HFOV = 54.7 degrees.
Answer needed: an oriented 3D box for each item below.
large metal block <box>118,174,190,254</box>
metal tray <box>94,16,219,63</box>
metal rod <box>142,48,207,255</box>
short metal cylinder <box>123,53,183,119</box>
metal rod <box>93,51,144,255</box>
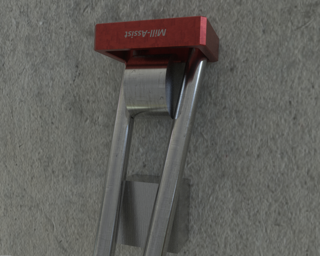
[{"bbox_3d":[-0.008,0.105,0.396,0.080,0.050,0.079,2,91,19],"label":"large metal block"},{"bbox_3d":[-0.001,-0.102,0.375,0.130,0.090,0.030,3,91,19],"label":"metal tray"},{"bbox_3d":[0.015,0.046,0.355,0.025,0.025,0.299,9,78,19],"label":"metal rod"},{"bbox_3d":[-0.005,-0.050,0.382,0.050,0.080,0.079,2,91,19],"label":"short metal cylinder"},{"bbox_3d":[-0.051,0.042,0.379,0.025,0.025,0.299,2,76,19],"label":"metal rod"}]
